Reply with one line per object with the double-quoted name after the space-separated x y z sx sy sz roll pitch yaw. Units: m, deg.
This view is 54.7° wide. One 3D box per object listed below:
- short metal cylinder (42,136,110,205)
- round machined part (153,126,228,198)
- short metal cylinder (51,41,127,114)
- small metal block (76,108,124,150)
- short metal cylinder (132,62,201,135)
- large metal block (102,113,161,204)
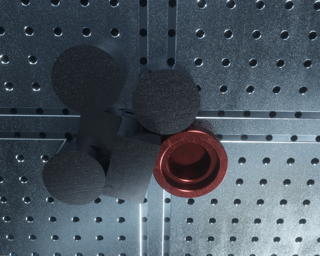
-0.110 0.056 0.419 0.081 0.050 0.079 0 110 0 "short metal cylinder"
0.039 0.042 0.420 0.099 0.042 0.097 0 110 0 "round machined part"
-0.083 -0.062 0.376 0.081 0.050 0.079 0 110 0 "short metal cylinder"
-0.080 -0.003 0.411 0.050 0.025 0.050 14 110 -5 "small metal block"
0.007 -0.038 0.386 0.081 0.050 0.079 0 110 0 "short metal cylinder"
-0.034 0.036 0.394 0.050 0.080 0.079 15 109 -6 "large metal block"
